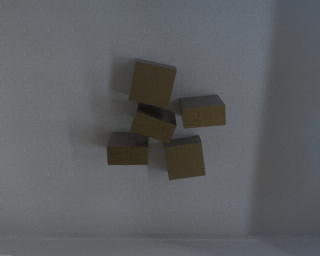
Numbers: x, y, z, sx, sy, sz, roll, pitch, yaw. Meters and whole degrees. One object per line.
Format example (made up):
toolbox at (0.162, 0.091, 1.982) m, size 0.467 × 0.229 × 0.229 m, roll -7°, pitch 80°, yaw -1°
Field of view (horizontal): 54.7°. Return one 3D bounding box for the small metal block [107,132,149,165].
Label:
small metal block at (-0.040, 0.026, 0.407) m, size 0.050 × 0.050 × 0.025 m, roll 0°, pitch 110°, yaw 0°

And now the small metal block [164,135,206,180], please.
small metal block at (0.034, 0.041, 0.427) m, size 0.050 × 0.025 × 0.050 m, roll -9°, pitch 110°, yaw 3°

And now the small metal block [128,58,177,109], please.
small metal block at (-0.009, -0.056, 0.390) m, size 0.050 × 0.025 × 0.050 m, roll 11°, pitch 110°, yaw -5°

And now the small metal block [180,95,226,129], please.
small metal block at (0.053, -0.022, 0.390) m, size 0.050 × 0.050 × 0.025 m, roll -5°, pitch 110°, yaw 2°

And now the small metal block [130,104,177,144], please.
small metal block at (-0.008, -0.008, 0.395) m, size 0.050 × 0.050 × 0.025 m, roll 18°, pitch 109°, yaw -7°
